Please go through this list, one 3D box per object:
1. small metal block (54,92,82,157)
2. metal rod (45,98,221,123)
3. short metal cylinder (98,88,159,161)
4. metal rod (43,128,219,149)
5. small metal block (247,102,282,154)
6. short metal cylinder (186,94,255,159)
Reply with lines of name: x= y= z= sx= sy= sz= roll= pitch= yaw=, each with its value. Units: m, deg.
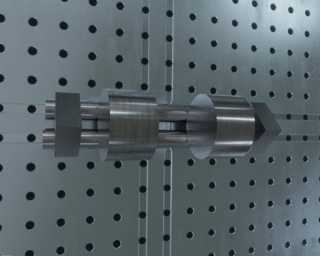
small metal block: x=-0.101 y=-0.003 z=0.338 sx=0.025 sy=0.050 sz=0.050 roll=1 pitch=48 yaw=-20
metal rod: x=0.008 y=-0.020 z=0.415 sx=0.302 sy=0.025 sz=0.025 roll=1 pitch=90 yaw=-20
short metal cylinder: x=-0.038 y=-0.003 z=0.346 sx=0.050 sy=0.080 sz=0.079 roll=1 pitch=90 yaw=-20
metal rod: x=0.005 y=0.015 z=0.414 sx=0.302 sy=0.025 sz=0.025 roll=1 pitch=90 yaw=-20
small metal block: x=0.132 y=0.000 z=0.424 sx=0.025 sy=0.050 sz=0.050 roll=1 pitch=49 yaw=-20
short metal cylinder: x=0.073 y=-0.002 z=0.387 sx=0.050 sy=0.080 sz=0.079 roll=1 pitch=90 yaw=-20
